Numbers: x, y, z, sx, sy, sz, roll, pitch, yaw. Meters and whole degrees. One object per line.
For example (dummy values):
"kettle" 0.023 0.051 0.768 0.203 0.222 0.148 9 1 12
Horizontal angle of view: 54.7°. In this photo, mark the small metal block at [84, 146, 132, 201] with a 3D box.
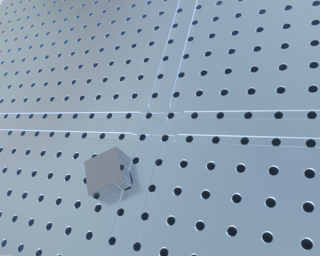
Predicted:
"small metal block" -0.069 0.060 0.406 0.050 0.025 0.050 -26 53 11
